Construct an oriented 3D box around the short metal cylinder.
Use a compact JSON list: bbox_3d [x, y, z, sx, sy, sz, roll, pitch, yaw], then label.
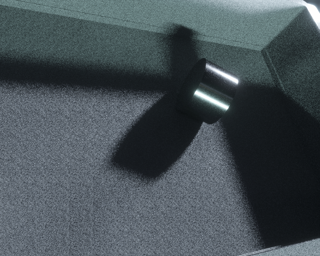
[{"bbox_3d":[0.065,-0.051,0.439,0.050,0.080,0.080,25,53,-14],"label":"short metal cylinder"}]
